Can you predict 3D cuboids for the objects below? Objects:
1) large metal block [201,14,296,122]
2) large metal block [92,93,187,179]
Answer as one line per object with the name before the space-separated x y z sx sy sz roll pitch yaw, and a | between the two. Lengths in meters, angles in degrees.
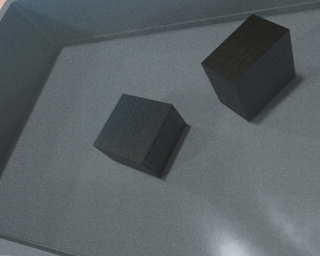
large metal block | 0.104 -0.067 0.356 0.080 0.080 0.050 -44 51 -2
large metal block | -0.025 0.008 0.398 0.080 0.050 0.080 16 70 34
